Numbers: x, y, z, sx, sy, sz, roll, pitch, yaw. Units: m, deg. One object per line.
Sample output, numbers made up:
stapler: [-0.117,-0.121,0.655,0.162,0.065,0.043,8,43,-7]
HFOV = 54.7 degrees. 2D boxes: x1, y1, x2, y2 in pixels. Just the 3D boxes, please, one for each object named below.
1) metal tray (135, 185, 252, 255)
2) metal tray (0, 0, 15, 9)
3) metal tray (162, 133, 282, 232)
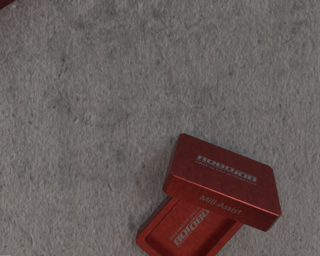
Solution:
metal tray: [0.043,0.122,0.402,0.090,0.030,0.130,40,94,-1]
metal tray: [-0.206,-0.219,0.404,0.130,0.030,0.090,-32,90,-1]
metal tray: [0.075,0.062,0.377,0.131,0.090,0.030,21,122,-1]
